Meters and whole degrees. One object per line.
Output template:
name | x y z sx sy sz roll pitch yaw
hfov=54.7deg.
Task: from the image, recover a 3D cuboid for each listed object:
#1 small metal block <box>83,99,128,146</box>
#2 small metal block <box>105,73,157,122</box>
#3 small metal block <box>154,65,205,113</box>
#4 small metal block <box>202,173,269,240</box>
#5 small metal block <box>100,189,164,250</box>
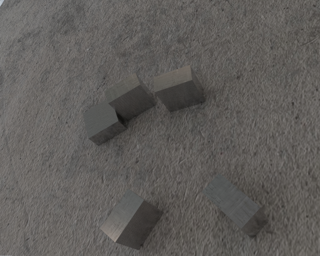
small metal block | -0.081 -0.010 0.452 0.050 0.025 0.050 -30 52 9
small metal block | -0.041 -0.042 0.435 0.050 0.050 0.025 -29 52 10
small metal block | 0.026 -0.050 0.405 0.050 0.050 0.025 -16 55 19
small metal block | 0.074 0.077 0.302 0.025 0.050 0.050 -47 51 -4
small metal block | -0.029 0.101 0.341 0.025 0.050 0.050 27 76 37
